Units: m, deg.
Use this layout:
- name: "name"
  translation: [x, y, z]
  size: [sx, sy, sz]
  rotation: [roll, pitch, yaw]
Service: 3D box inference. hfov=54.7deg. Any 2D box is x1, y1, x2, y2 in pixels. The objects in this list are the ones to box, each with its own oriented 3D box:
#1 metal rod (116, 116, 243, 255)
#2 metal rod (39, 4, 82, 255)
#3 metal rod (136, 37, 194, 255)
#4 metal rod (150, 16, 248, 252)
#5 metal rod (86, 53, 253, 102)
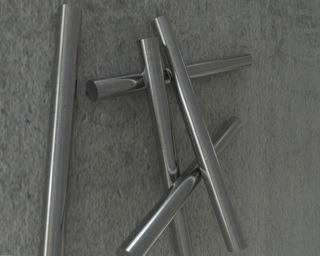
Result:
- name: "metal rod"
  translation: [0.047, 0.058, 0.403]
  size: [0.302, 0.025, 0.025]
  rotation: [-40, 115, -47]
- name: "metal rod"
  translation: [-0.103, 0.024, 0.319]
  size: [0.025, 0.025, 0.298]
  rotation: [6, 86, -40]
- name: "metal rod"
  translation: [0.010, 0.039, 0.395]
  size: [0.025, 0.025, 0.298]
  rotation: [-24, 111, -38]
- name: "metal rod"
  translation: [0.047, 0.005, 0.386]
  size: [0.025, 0.025, 0.299]
  rotation: [-16, 86, -39]
- name: "metal rod"
  translation: [0.036, -0.079, 0.437]
  size: [0.302, 0.025, 0.025]
  rotation: [-19, 102, -39]
